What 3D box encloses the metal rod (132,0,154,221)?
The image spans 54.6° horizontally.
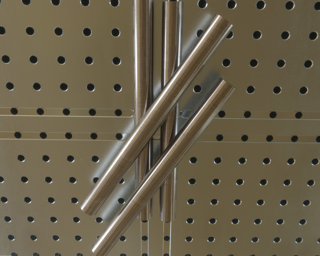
[{"bbox_3d":[-0.022,-0.010,0.410,0.025,0.025,0.298,1,110,0],"label":"metal rod"}]

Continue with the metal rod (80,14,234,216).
[{"bbox_3d":[-0.013,-0.004,0.386,0.025,0.025,0.299,33,107,-11],"label":"metal rod"}]

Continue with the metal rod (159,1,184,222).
[{"bbox_3d":[0.013,-0.007,0.411,0.025,0.025,0.298,1,110,0],"label":"metal rod"}]

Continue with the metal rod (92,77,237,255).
[{"bbox_3d":[-0.003,0.062,0.409,0.025,0.025,0.299,33,106,-11],"label":"metal rod"}]
